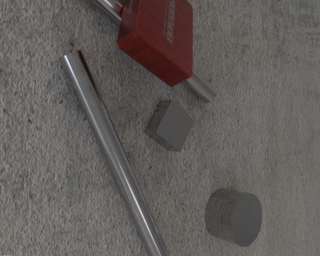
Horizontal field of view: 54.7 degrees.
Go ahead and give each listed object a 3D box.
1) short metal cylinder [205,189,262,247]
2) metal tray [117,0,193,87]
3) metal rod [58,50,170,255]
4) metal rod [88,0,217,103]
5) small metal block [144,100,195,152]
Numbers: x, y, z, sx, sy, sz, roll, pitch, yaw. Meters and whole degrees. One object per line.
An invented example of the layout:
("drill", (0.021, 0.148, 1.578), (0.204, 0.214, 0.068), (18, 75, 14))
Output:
("short metal cylinder", (0.116, 0.138, 0.486), (0.081, 0.050, 0.079), (0, 90, -40))
("metal tray", (0.000, -0.125, 0.370), (0.090, 0.030, 0.130), (32, 49, -37))
("metal rod", (-0.043, 0.056, 0.368), (0.025, 0.025, 0.298), (-33, 111, -35))
("metal rod", (-0.026, -0.120, 0.382), (0.301, 0.025, 0.025), (35, 68, -35))
("small metal block", (0.013, -0.003, 0.416), (0.050, 0.025, 0.050), (40, 66, -33))
